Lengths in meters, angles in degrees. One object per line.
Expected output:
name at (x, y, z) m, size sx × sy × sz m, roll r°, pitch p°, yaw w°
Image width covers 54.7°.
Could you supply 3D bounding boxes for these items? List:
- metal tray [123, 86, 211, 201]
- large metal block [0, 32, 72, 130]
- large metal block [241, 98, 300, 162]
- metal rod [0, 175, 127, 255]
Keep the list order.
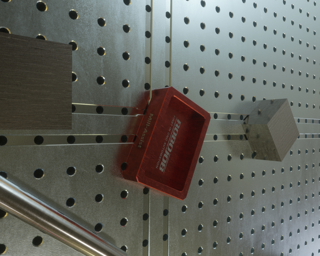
metal tray at (0.014, 0.021, 0.416) m, size 0.090 × 0.030 × 0.130 m, roll 31°, pitch 71°, yaw -36°
large metal block at (-0.130, -0.039, 0.284) m, size 0.081 × 0.050 × 0.080 m, roll 0°, pitch 90°, yaw -40°
large metal block at (0.202, 0.003, 0.562) m, size 0.080 × 0.050 × 0.080 m, roll -43°, pitch 116°, yaw -31°
metal rod at (-0.139, 0.067, 0.292) m, size 0.300 × 0.025 × 0.025 m, roll 45°, pitch 63°, yaw -31°
